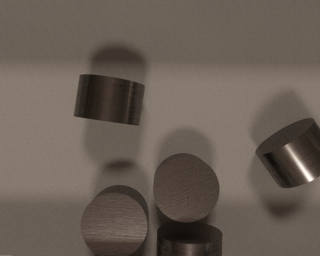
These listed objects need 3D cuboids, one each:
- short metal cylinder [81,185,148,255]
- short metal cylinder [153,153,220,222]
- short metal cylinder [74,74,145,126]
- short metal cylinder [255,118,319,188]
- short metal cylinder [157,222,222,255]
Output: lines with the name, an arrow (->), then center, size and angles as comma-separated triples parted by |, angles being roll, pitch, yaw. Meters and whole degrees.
short metal cylinder -> -0.055, 0.118, 0.398 | 0.081, 0.050, 0.079 | 0, 90, -1
short metal cylinder -> 0.032, 0.074, 0.399 | 0.081, 0.050, 0.079 | 0, 90, -1
short metal cylinder -> -0.062, -0.033, 0.383 | 0.081, 0.080, 0.050 | 8, 90, -1
short metal cylinder -> 0.168, 0.031, 0.386 | 0.080, 0.080, 0.050 | -35, 90, 0
short metal cylinder -> 0.036, 0.154, 0.385 | 0.081, 0.080, 0.050 | 1, 90, -1
